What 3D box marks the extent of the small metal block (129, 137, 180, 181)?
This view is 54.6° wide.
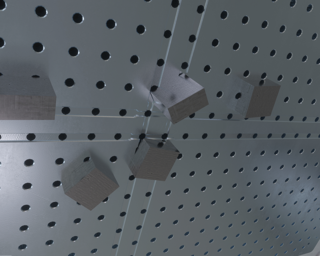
[{"bbox_3d":[-0.008,0.045,0.434,0.050,0.025,0.050,13,112,-34],"label":"small metal block"}]

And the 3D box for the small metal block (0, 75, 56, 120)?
[{"bbox_3d":[-0.133,-0.030,0.304,0.050,0.050,0.025,-1,119,-28],"label":"small metal block"}]

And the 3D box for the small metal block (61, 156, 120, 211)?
[{"bbox_3d":[-0.091,0.074,0.407,0.050,0.025,0.050,-40,129,-1],"label":"small metal block"}]

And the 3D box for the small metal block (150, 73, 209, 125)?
[{"bbox_3d":[0.024,-0.037,0.384,0.050,0.050,0.025,-30,129,-9],"label":"small metal block"}]

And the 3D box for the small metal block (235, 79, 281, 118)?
[{"bbox_3d":[0.145,-0.044,0.462,0.050,0.025,0.050,-5,121,-26],"label":"small metal block"}]
